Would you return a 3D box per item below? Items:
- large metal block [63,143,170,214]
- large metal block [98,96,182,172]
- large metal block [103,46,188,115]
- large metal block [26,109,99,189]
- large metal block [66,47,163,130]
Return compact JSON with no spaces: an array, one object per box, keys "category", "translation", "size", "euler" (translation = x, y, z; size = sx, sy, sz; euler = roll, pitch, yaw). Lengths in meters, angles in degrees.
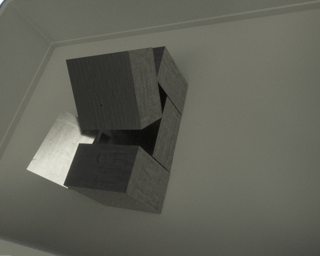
[{"category":"large metal block","translation":[-0.046,0.058,0.354],"size":[0.080,0.080,0.050],"euler":[0,62,28]},{"category":"large metal block","translation":[-0.025,0.008,0.397],"size":[0.080,0.050,0.080],"euler":[-1,61,27]},{"category":"large metal block","translation":[-0.018,-0.057,0.411],"size":[0.080,0.080,0.050],"euler":[-1,61,27]},{"category":"large metal block","translation":[-0.121,0.032,0.400],"size":[0.050,0.080,0.080],"euler":[28,72,-8]},{"category":"large metal block","translation":[-0.049,-0.043,0.347],"size":[0.080,0.079,0.050],"euler":[-1,17,27]}]
